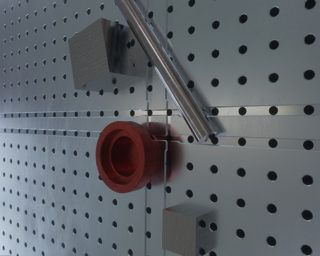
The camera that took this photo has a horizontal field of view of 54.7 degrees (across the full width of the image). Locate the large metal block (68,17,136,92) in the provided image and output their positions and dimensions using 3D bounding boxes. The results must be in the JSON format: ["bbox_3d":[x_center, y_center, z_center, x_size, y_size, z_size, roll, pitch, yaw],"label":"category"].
[{"bbox_3d":[-0.089,-0.106,0.467,0.080,0.050,0.080,-16,80,39],"label":"large metal block"}]

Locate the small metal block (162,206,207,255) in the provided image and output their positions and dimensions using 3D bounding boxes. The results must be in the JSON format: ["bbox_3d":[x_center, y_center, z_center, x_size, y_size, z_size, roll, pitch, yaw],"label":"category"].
[{"bbox_3d":[0.030,0.128,0.385,0.050,0.025,0.050,1,91,40],"label":"small metal block"}]

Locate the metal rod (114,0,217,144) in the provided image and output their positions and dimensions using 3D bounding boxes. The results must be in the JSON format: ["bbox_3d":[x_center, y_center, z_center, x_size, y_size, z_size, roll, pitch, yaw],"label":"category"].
[{"bbox_3d":[-0.011,-0.111,0.418,0.025,0.025,0.299,-43,64,32],"label":"metal rod"}]

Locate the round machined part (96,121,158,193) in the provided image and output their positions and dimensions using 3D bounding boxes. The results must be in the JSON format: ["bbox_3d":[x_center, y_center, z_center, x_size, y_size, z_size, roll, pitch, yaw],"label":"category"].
[{"bbox_3d":[-0.042,0.039,0.433,0.098,0.042,0.097,0,90,40],"label":"round machined part"}]
